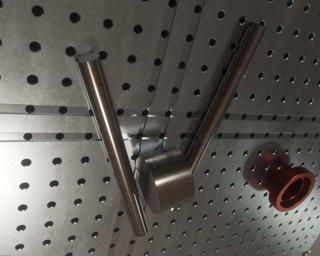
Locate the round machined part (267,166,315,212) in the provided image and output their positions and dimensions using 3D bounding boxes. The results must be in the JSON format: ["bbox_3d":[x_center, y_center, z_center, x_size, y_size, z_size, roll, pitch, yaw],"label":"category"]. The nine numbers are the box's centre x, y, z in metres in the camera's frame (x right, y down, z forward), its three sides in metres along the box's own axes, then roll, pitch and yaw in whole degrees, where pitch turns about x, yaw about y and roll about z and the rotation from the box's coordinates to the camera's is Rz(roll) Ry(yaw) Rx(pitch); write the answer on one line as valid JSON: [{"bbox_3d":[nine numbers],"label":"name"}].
[{"bbox_3d":[0.254,0.115,0.614,0.099,0.042,0.097,-14,125,-21],"label":"round machined part"}]

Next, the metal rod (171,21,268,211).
[{"bbox_3d":[0.073,-0.004,0.450,0.025,0.025,0.298,10,113,-33],"label":"metal rod"}]

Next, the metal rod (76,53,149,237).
[{"bbox_3d":[-0.053,0.045,0.411,0.025,0.025,0.298,-22,127,-16],"label":"metal rod"}]

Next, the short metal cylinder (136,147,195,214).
[{"bbox_3d":[0.005,0.070,0.424,0.050,0.080,0.079,-15,125,-21],"label":"short metal cylinder"}]
